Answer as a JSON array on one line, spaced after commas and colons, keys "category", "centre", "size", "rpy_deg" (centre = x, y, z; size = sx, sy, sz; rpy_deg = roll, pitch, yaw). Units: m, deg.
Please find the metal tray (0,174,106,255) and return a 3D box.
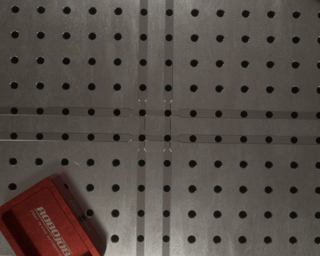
[{"category": "metal tray", "centre": [-0.144, 0.139, 0.409], "size": [0.090, 0.030, 0.130], "rpy_deg": [-33, 90, -1]}]
